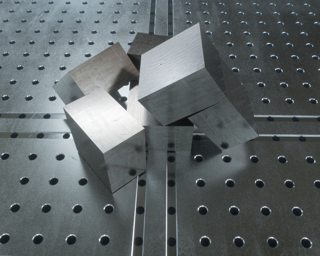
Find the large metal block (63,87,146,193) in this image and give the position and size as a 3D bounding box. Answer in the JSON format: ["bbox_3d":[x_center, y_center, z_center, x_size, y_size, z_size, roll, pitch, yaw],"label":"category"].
[{"bbox_3d":[-0.061,0.014,0.358,0.050,0.080,0.080,-32,58,-25],"label":"large metal block"}]

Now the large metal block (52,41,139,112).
[{"bbox_3d":[-0.087,-0.063,0.417,0.080,0.080,0.050,-41,105,-29],"label":"large metal block"}]

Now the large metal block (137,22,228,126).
[{"bbox_3d":[0.024,-0.060,0.352,0.080,0.050,0.080,-23,44,25],"label":"large metal block"}]

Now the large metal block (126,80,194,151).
[{"bbox_3d":[0.000,-0.017,0.406,0.080,0.050,0.080,1,50,0],"label":"large metal block"}]

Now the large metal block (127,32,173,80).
[{"bbox_3d":[0.002,-0.083,0.442,0.080,0.080,0.050,10,51,9],"label":"large metal block"}]

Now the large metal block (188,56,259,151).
[{"bbox_3d":[0.076,-0.031,0.388,0.050,0.080,0.080,-27,43,28],"label":"large metal block"}]
